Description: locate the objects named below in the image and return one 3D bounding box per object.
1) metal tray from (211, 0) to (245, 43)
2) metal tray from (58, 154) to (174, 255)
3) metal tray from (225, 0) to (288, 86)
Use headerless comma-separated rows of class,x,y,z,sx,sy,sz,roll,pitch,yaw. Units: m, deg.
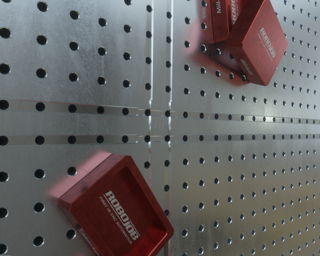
metal tray,0.124,-0.207,0.507,0.091,0.030,0.129,-9,96,-39
metal tray,-0.045,0.107,0.367,0.090,0.030,0.130,-41,115,-32
metal tray,0.163,-0.138,0.509,0.130,0.030,0.090,34,82,-49
